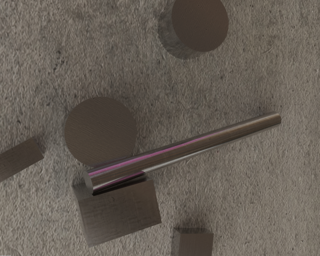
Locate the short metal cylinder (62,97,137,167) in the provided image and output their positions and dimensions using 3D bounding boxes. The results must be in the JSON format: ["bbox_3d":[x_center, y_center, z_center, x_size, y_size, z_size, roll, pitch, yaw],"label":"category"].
[{"bbox_3d":[-0.073,0.005,0.369,0.081,0.050,0.079,0,90,-20],"label":"short metal cylinder"}]

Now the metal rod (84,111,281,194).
[{"bbox_3d":[0.051,0.022,0.400,0.303,0.025,0.025,-16,96,-31],"label":"metal rod"}]

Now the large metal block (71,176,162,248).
[{"bbox_3d":[-0.054,0.088,0.361,0.081,0.080,0.050,-13,95,-20],"label":"large metal block"}]

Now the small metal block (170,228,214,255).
[{"bbox_3d":[0.044,0.167,0.427,0.050,0.025,0.050,7,88,-20],"label":"small metal block"}]

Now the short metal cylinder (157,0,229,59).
[{"bbox_3d":[0.043,-0.136,0.413,0.081,0.050,0.079,0,90,-21],"label":"short metal cylinder"}]

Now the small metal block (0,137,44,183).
[{"bbox_3d":[-0.156,0.033,0.338,0.050,0.050,0.025,-31,101,-18],"label":"small metal block"}]
